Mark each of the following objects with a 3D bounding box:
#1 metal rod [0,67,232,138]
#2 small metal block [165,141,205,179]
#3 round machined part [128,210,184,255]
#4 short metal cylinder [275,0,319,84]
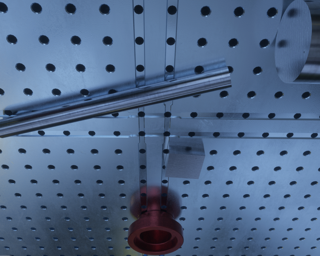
[{"bbox_3d":[-0.065,-0.029,0.385,0.301,0.025,0.025,-12,129,9],"label":"metal rod"},{"bbox_3d":[0.035,0.047,0.453,0.050,0.025,0.050,4,130,-5],"label":"small metal block"},{"bbox_3d":[-0.008,0.186,0.559,0.099,0.042,0.097,-1,130,0],"label":"round machined part"},{"bbox_3d":[0.155,-0.084,0.307,0.050,0.080,0.079,1,130,-2],"label":"short metal cylinder"}]
